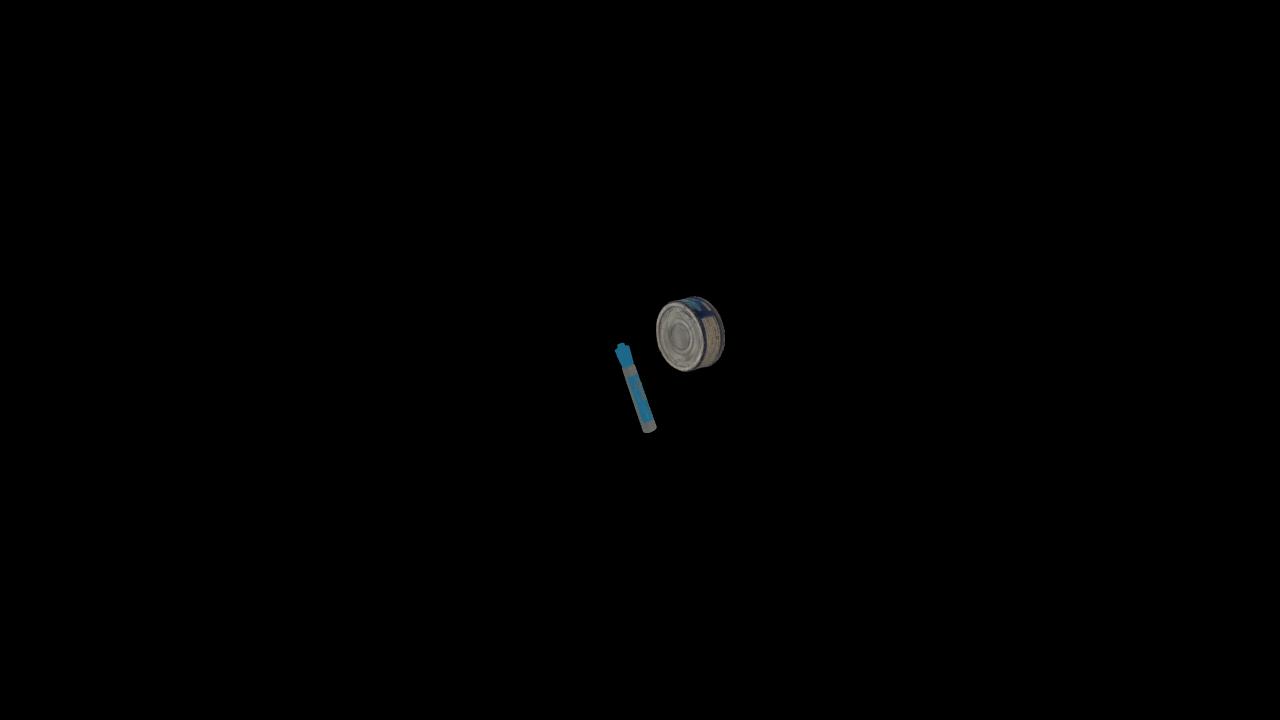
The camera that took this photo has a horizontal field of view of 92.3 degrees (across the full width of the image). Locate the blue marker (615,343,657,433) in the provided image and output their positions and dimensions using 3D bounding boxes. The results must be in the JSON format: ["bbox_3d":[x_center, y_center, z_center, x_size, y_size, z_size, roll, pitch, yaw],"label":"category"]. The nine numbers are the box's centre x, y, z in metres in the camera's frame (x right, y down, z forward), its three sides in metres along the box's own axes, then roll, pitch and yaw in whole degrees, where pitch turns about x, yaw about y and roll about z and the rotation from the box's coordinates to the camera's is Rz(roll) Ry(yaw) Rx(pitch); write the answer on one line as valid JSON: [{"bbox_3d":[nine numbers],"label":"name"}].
[{"bbox_3d":[-0.006,0.035,0.768,0.020,0.121,0.020,-17,18,6],"label":"blue marker"}]

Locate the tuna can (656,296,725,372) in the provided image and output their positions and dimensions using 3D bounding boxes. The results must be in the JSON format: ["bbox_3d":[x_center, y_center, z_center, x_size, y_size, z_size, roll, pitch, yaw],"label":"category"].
[{"bbox_3d":[0.056,-0.029,0.707,0.034,0.084,0.084,-15,9,-37],"label":"tuna can"}]
